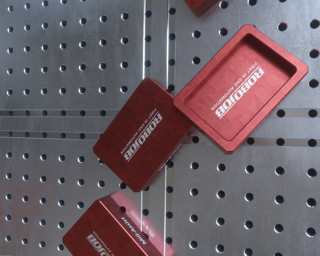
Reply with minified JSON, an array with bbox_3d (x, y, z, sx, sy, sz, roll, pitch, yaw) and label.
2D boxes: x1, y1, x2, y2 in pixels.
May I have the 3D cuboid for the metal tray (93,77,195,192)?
[{"bbox_3d":[-0.019,0.010,0.417,0.090,0.030,0.130,41,103,15],"label":"metal tray"}]

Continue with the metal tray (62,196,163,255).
[{"bbox_3d":[-0.065,0.173,0.433,0.130,0.030,0.090,45,104,14],"label":"metal tray"}]

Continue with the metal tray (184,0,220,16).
[{"bbox_3d":[0.045,-0.223,0.394,0.090,0.030,0.130,-36,79,16],"label":"metal tray"}]

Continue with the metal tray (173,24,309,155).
[{"bbox_3d":[0.091,-0.045,0.360,0.090,0.030,0.130,43,88,15],"label":"metal tray"}]
